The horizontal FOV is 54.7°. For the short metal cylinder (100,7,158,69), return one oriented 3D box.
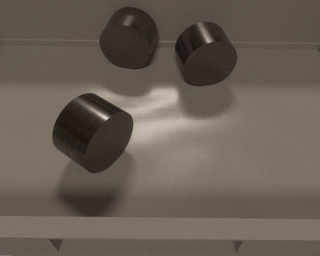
[{"bbox_3d":[-0.048,-0.140,0.487,0.080,0.080,0.050,10,51,7],"label":"short metal cylinder"}]

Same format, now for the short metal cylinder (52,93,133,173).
[{"bbox_3d":[-0.077,0.006,0.364,0.050,0.080,0.080,30,56,22],"label":"short metal cylinder"}]

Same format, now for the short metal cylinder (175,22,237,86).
[{"bbox_3d":[0.068,-0.109,0.462,0.081,0.080,0.050,-9,51,-8],"label":"short metal cylinder"}]
